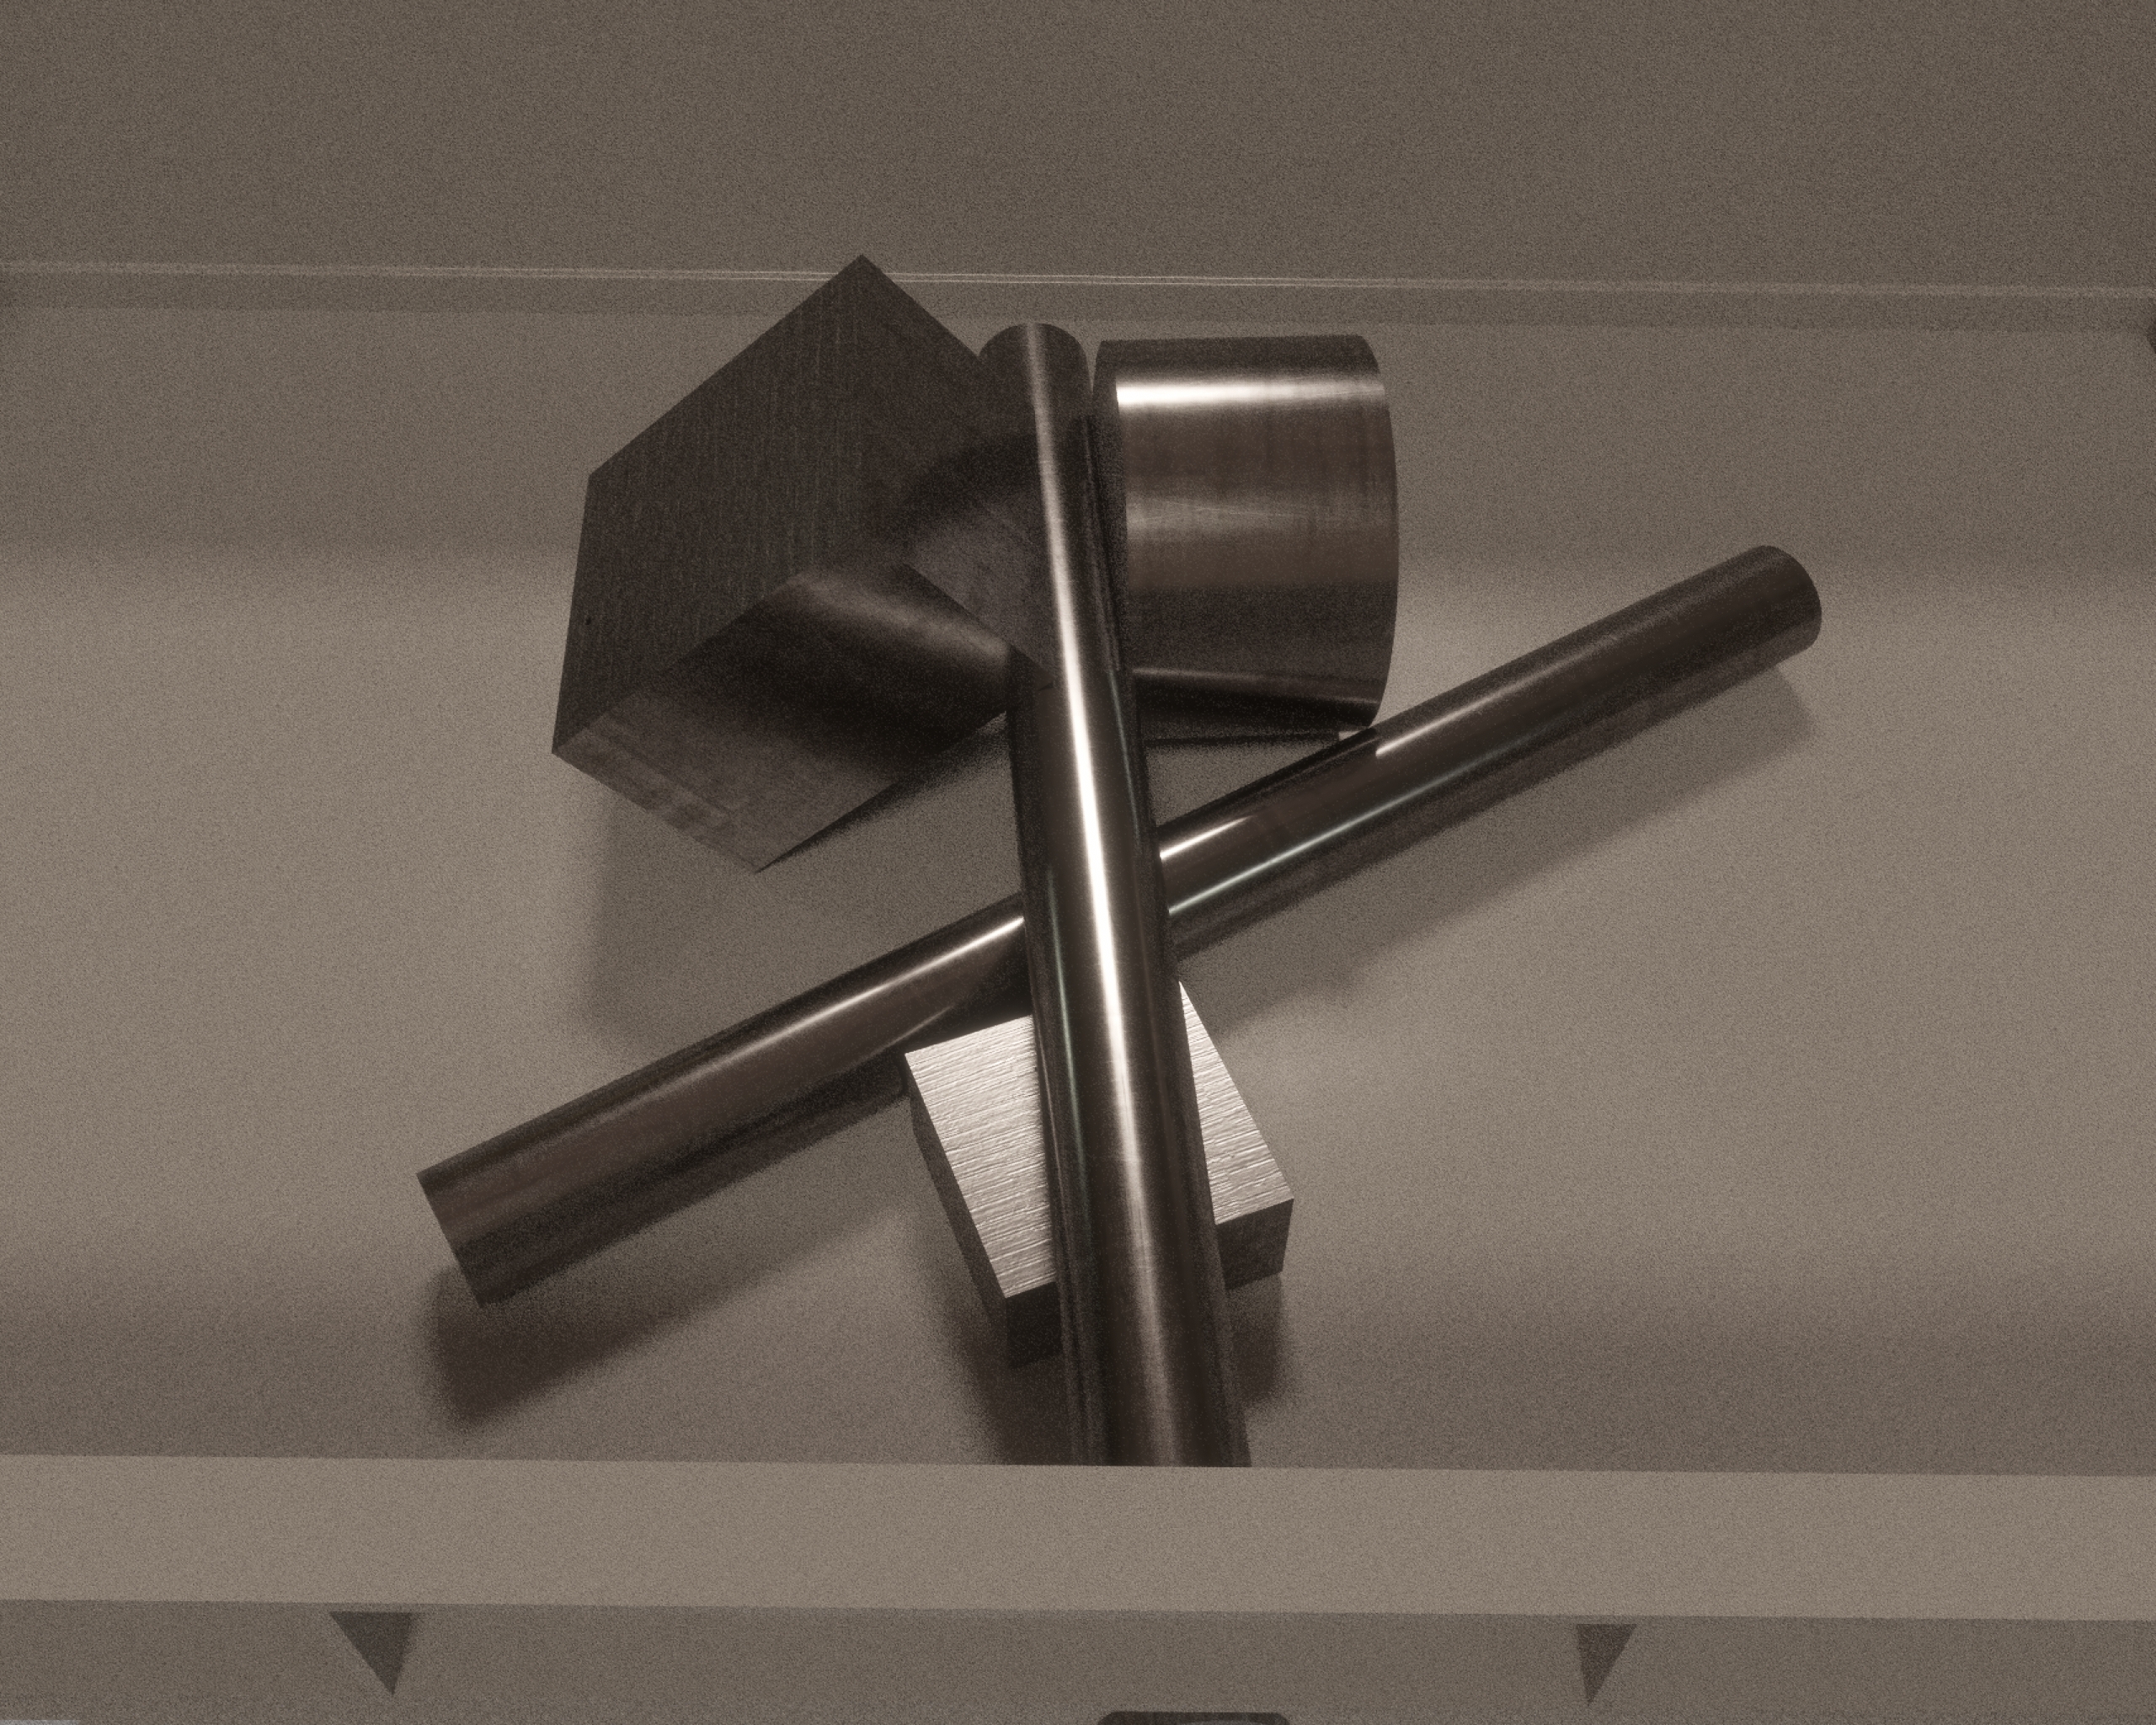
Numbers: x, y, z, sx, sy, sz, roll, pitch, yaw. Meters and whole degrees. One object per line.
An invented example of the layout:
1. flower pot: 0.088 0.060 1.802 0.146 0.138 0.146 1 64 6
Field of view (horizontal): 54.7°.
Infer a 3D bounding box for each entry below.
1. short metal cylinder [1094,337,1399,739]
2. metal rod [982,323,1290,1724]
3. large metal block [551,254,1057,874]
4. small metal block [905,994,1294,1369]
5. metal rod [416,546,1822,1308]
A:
1. short metal cylinder: 0.031 -0.065 0.422 0.050 0.080 0.080 -2 50 -4
2. metal rod: 0.002 0.003 0.367 0.025 0.025 0.300 -4 49 -3
3. large metal block: -0.053 -0.057 0.409 0.080 0.050 0.080 -31 44 27
4. small metal block: 0.003 0.052 0.360 0.050 0.025 0.050 -17 52 -14
5. metal rod: 0.023 0.003 0.400 0.302 0.025 0.025 -25 55 -20
